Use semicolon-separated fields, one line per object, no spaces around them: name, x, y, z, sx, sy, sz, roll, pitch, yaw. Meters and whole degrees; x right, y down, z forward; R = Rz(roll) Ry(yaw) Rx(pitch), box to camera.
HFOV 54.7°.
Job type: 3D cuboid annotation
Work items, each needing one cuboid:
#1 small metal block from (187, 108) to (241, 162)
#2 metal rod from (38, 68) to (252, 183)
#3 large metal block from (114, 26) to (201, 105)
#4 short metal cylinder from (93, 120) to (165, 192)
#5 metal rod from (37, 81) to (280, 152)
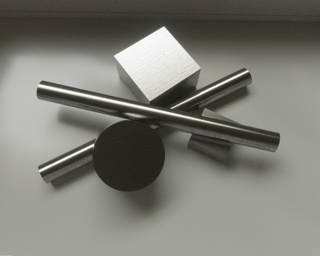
small metal block;0.070;0.010;0.404;0.050;0.025;0.050;25;72;8
metal rod;-0.012;-0.008;0.410;0.302;0.025;0.025;-26;72;-10
large metal block;-0.004;-0.077;0.422;0.080;0.050;0.080;-34;74;-12
short metal cylinder;-0.039;0.030;0.368;0.081;0.050;0.079;0;92;-12
metal rod;-0.005;-0.016;0.387;0.302;0.025;0.025;13;71;4
